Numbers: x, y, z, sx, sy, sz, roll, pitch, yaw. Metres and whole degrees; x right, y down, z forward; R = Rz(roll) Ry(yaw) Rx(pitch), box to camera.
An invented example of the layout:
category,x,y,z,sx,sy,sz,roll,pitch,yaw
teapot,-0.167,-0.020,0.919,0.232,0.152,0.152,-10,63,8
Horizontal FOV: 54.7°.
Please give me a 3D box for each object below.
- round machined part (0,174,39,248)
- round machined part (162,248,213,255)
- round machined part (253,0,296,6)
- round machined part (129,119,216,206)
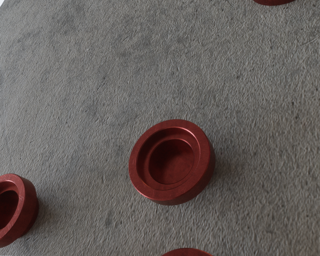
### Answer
category,x,y,z,sx,sy,sz,roll,pitch,yaw
round machined part,-0.211,0.117,0.432,0.098,0.042,0.098,-13,56,21
round machined part,0.030,0.162,0.278,0.098,0.042,0.098,-13,56,21
round machined part,0.172,-0.226,0.441,0.098,0.042,0.098,-13,56,21
round machined part,0.017,0.042,0.359,0.098,0.042,0.098,-13,56,21
